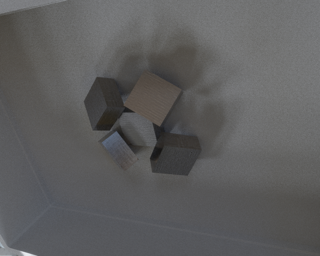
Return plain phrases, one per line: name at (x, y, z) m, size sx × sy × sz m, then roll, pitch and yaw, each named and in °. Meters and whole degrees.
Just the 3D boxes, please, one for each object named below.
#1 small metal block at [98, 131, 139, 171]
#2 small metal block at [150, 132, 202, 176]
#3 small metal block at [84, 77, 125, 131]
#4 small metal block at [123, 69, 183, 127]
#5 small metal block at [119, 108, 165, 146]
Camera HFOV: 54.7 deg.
small metal block at (-0.061, 0.032, 0.443) m, size 0.050 × 0.025 × 0.050 m, roll 53°, pitch 166°, yaw -10°
small metal block at (0.019, 0.035, 0.403) m, size 0.050 × 0.025 × 0.050 m, roll 8°, pitch 130°, yaw -18°
small metal block at (-0.075, -0.031, 0.410) m, size 0.050 × 0.025 × 0.050 m, roll -50°, pitch 52°, yaw 40°
small metal block at (-0.007, -0.035, 0.373) m, size 0.050 × 0.025 × 0.050 m, roll 31°, pitch 91°, yaw 8°
small metal block at (-0.024, -0.004, 0.416) m, size 0.050 × 0.025 × 0.050 m, roll 2°, pitch 119°, yaw 27°
